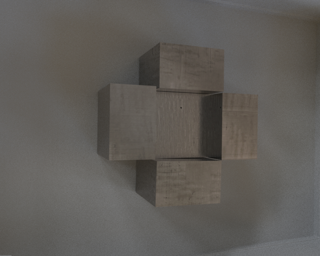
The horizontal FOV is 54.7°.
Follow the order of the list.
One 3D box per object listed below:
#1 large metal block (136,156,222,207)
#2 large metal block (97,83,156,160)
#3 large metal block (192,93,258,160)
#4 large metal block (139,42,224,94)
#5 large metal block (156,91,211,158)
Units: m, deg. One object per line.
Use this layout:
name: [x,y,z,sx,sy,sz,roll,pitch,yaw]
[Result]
large metal block: [0.020,0.062,0.387,0.081,0.080,0.050,2,90,-20]
large metal block: [-0.042,-0.006,0.365,0.050,0.080,0.080,1,90,-20]
large metal block: [0.083,-0.002,0.411,0.050,0.080,0.080,1,90,-20]
large metal block: [0.024,-0.068,0.388,0.081,0.080,0.050,1,90,-20]
large metal block: [0.017,-0.004,0.401,0.081,0.050,0.080,1,90,-20]
